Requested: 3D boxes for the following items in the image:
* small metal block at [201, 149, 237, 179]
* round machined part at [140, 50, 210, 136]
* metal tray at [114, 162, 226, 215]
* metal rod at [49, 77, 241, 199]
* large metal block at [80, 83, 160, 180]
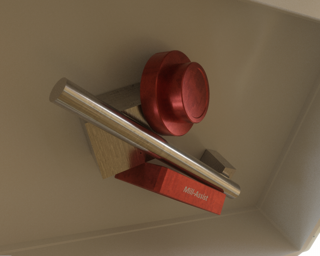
[{"bbox_3d":[0.083,0.069,0.481,0.025,0.050,0.050,16,110,-35],"label":"small metal block"},{"bbox_3d":[0.023,-0.039,0.352,0.099,0.042,0.097,-2,93,-57],"label":"round machined part"},{"bbox_3d":[0.016,0.079,0.419,0.131,0.090,0.030,29,75,-39],"label":"metal tray"},{"bbox_3d":[0.009,0.030,0.365,0.301,0.025,0.025,33,100,-39],"label":"metal rod"},{"bbox_3d":[-0.046,0.002,0.368,0.081,0.050,0.079,-21,127,-17],"label":"large metal block"}]
